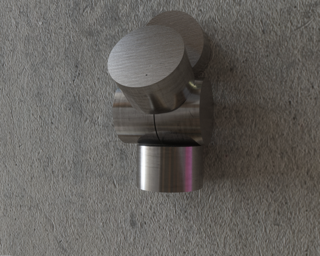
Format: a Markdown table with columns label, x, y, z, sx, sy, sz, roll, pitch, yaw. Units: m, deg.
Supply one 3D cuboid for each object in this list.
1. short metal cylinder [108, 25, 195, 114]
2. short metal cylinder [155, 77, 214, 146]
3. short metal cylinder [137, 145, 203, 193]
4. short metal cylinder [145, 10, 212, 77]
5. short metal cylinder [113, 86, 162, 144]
| label | x | y | z | sx | sy | sz | roll | pitch | yaw |
| --- | --- | --- | --- | --- | --- | --- | --- | --- | --- |
| short metal cylinder | -0.008 | -0.061 | 0.329 | 0.080 | 0.050 | 0.080 | -8 | 59 | 14 |
| short metal cylinder | 0.032 | -0.019 | 0.369 | 0.050 | 0.080 | 0.079 | 0 | 90 | 20 |
| short metal cylinder | 0.012 | 0.045 | 0.376 | 0.080 | 0.080 | 0.050 | 0 | 90 | 19 |
| short metal cylinder | 0.020 | -0.099 | 0.390 | 0.080 | 0.050 | 0.079 | 0 | 90 | 19 |
| short metal cylinder | -0.017 | -0.020 | 0.387 | 0.050 | 0.080 | 0.079 | 1 | 90 | 19 |
